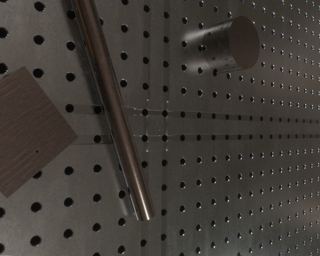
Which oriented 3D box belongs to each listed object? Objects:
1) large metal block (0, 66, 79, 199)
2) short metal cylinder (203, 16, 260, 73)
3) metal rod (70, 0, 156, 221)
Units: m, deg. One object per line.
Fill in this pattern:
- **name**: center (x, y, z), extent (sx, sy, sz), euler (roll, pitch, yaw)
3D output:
- **large metal block**: center (-0.137, 0.002, 0.279), extent (0.080, 0.050, 0.080), euler (-46, 118, -30)
- **short metal cylinder**: center (0.114, -0.130, 0.491), extent (0.081, 0.050, 0.079), euler (0, 90, -40)
- **metal rod**: center (-0.055, -0.029, 0.364), extent (0.025, 0.025, 0.298), euler (-25, 106, -38)
